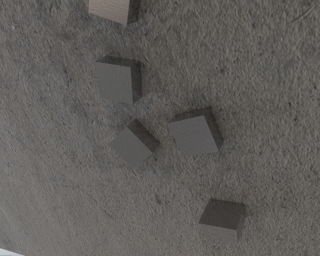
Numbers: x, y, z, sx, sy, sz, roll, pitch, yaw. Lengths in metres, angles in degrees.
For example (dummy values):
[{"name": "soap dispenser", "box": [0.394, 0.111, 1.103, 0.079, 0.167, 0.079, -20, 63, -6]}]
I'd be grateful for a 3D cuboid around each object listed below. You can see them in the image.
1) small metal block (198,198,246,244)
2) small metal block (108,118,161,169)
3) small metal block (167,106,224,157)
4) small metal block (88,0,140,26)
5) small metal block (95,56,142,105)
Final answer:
[{"name": "small metal block", "box": [0.086, 0.126, 0.423, 0.050, 0.050, 0.025, 3, 120, 27]}, {"name": "small metal block", "box": [-0.036, 0.023, 0.440, 0.050, 0.025, 0.050, 46, 129, -4]}, {"name": "small metal block", "box": [0.045, 0.005, 0.386, 0.050, 0.025, 0.050, -13, 112, 33]}, {"name": "small metal block", "box": [-0.049, -0.148, 0.342, 0.050, 0.025, 0.050, 23, 127, 14]}, {"name": "small metal block", "box": [-0.052, -0.062, 0.396, 0.050, 0.025, 0.050, 13, 124, 21]}]
